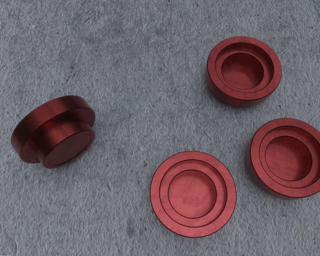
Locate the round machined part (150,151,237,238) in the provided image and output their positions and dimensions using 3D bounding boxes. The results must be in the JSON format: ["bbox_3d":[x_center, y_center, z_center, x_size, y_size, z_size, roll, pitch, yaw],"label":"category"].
[{"bbox_3d":[0.038,0.080,0.370,0.099,0.042,0.098,0,70,0],"label":"round machined part"}]

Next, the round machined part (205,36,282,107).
[{"bbox_3d":[0.111,-0.073,0.426,0.099,0.042,0.098,0,70,0],"label":"round machined part"}]

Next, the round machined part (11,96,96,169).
[{"bbox_3d":[-0.117,0.011,0.365,0.098,0.098,0.042,-37,75,-12],"label":"round machined part"}]

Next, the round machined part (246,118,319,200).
[{"bbox_3d":[0.156,0.040,0.385,0.099,0.042,0.098,0,70,0],"label":"round machined part"}]
